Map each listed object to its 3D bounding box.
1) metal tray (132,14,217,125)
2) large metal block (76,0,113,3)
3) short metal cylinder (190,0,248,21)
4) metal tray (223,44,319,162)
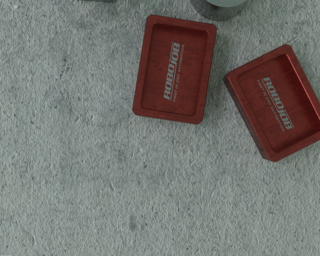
[{"bbox_3d":[0.019,-0.074,0.407,0.091,0.030,0.129,9,90,0],"label":"metal tray"},{"bbox_3d":[-0.086,-0.212,0.382,0.050,0.080,0.080,4,90,0],"label":"large metal block"},{"bbox_3d":[0.080,-0.186,0.398,0.081,0.050,0.080,0,90,0],"label":"short metal cylinder"},{"bbox_3d":[0.153,-0.032,0.408,0.090,0.030,0.130,-27,90,0],"label":"metal tray"}]
